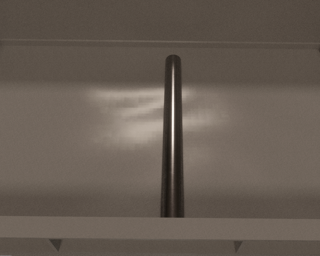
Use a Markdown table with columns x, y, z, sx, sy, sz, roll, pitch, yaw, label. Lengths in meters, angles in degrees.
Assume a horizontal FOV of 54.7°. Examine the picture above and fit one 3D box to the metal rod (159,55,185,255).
| x | y | z | sx | sy | sz | roll | pitch | yaw | label |
| --- | --- | --- | --- | --- | --- | --- | --- | --- | --- |
| 0.017 | 0.007 | 0.398 | 0.025 | 0.025 | 0.300 | 2 | 50 | 1 | metal rod |
